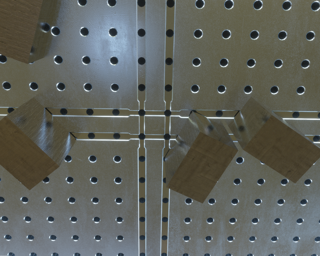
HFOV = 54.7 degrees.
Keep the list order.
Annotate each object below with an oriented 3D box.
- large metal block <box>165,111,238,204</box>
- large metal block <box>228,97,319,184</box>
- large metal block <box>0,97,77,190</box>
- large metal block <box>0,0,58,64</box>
[{"bbox_3d":[0.048,0.034,0.397,0.050,0.080,0.080,26,108,-10],"label":"large metal block"},{"bbox_3d":[0.141,0.012,0.391,0.080,0.080,0.050,32,107,-12],"label":"large metal block"},{"bbox_3d":[-0.161,0.016,0.388,0.050,0.080,0.080,-38,106,12],"label":"large metal block"},{"bbox_3d":[-0.171,-0.128,0.350,0.080,0.050,0.079,20,109,-8],"label":"large metal block"}]
